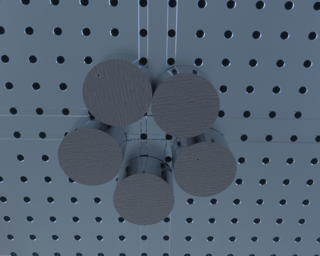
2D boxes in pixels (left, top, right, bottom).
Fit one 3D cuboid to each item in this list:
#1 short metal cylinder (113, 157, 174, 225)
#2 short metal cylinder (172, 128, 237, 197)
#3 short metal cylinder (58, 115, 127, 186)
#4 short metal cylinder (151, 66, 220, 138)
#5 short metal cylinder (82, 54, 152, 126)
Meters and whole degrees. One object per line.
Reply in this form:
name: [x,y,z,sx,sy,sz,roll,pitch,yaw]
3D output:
short metal cylinder: [-0.021,0.086,0.430,0.081,0.050,0.079,0,110,0]
short metal cylinder: [0.057,0.045,0.416,0.081,0.050,0.079,0,112,0]
short metal cylinder: [-0.087,0.029,0.409,0.081,0.050,0.079,0,111,0]
short metal cylinder: [0.030,-0.034,0.387,0.081,0.050,0.079,0,110,0]
short metal cylinder: [-0.049,-0.048,0.381,0.081,0.050,0.079,0,110,-1]
